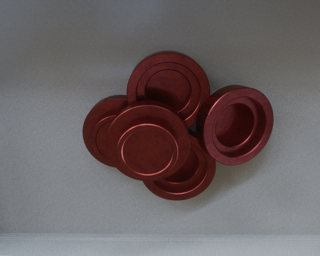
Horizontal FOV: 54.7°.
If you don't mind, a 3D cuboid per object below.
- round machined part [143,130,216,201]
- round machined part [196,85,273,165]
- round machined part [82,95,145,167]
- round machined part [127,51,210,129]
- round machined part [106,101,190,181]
[{"bbox_3d":[0.023,0.045,0.417,0.099,0.042,0.097,0,110,-1],"label":"round machined part"},{"bbox_3d":[0.088,-0.006,0.388,0.099,0.042,0.097,-7,109,-20],"label":"round machined part"},{"bbox_3d":[-0.051,0.009,0.401,0.099,0.042,0.097,0,110,-1],"label":"round machined part"},{"bbox_3d":[0.010,-0.046,0.384,0.099,0.042,0.097,0,110,-1],"label":"round machined part"},{"bbox_3d":[-0.014,0.020,0.361,0.099,0.042,0.097,0,110,-1],"label":"round machined part"}]
